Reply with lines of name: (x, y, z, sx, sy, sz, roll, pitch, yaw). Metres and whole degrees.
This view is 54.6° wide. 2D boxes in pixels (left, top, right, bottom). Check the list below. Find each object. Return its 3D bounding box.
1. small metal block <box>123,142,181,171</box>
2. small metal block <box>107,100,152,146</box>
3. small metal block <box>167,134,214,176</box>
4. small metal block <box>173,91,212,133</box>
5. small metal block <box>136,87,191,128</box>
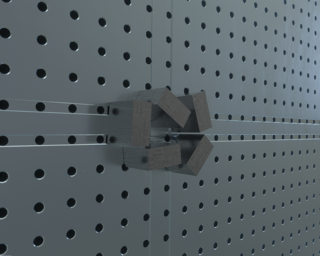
small metal block: (-0.010, 0.034, 0.383, 0.050, 0.050, 0.025, -7, 94, -40)
small metal block: (-0.036, -0.005, 0.361, 0.025, 0.050, 0.050, 5, 88, -40)
small metal block: (0.037, 0.035, 0.422, 0.025, 0.050, 0.050, 50, 61, -28)
small metal block: (0.040, -0.021, 0.424, 0.025, 0.050, 0.050, -21, 103, -38)
small metal block: (0.002, -0.024, 0.393, 0.050, 0.050, 0.025, 41, 66, -33)
